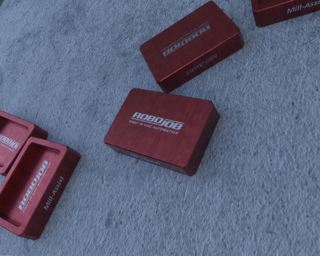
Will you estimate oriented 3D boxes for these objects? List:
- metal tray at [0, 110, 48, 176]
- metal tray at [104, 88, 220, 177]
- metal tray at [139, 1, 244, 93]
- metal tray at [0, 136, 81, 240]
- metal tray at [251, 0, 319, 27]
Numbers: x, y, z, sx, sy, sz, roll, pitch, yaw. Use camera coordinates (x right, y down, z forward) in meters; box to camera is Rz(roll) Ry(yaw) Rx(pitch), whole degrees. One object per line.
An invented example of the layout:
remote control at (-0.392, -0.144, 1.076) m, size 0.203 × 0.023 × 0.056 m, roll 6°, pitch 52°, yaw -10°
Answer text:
metal tray at (-0.260, 0.024, 0.521) m, size 0.130 × 0.030 × 0.090 m, roll 17°, pitch 70°, yaw 34°
metal tray at (0.000, 0.000, 0.401) m, size 0.130 × 0.030 × 0.090 m, roll 14°, pitch 69°, yaw 33°
metal tray at (0.042, -0.119, 0.451) m, size 0.130 × 0.030 × 0.090 m, roll -31°, pitch 52°, yaw 8°
metal tray at (-0.182, 0.082, 0.446) m, size 0.090 × 0.030 × 0.130 m, roll 11°, pitch 67°, yaw 32°
metal tray at (0.190, -0.196, 0.420) m, size 0.130 × 0.030 × 0.090 m, roll -11°, pitch 57°, yaw 22°
